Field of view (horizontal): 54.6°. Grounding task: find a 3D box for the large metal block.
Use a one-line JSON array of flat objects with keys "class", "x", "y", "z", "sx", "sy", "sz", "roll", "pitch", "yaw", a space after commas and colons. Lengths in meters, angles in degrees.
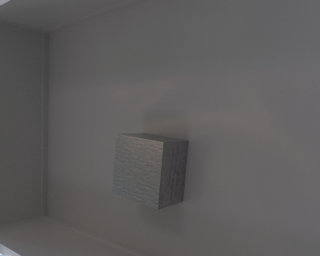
[{"class": "large metal block", "x": -0.014, "y": 0.051, "z": 0.403, "sx": 0.080, "sy": 0.050, "sz": 0.080, "roll": 8, "pitch": 95, "yaw": 40}]
